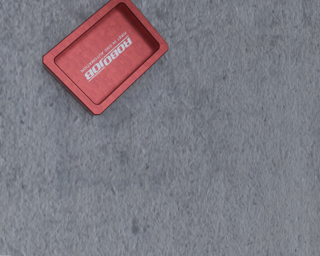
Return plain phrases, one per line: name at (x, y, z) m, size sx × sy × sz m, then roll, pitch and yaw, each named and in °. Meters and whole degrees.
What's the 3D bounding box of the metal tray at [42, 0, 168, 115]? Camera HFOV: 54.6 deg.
metal tray at (-0.064, -0.089, 0.382) m, size 0.130 × 0.030 × 0.090 m, roll -46°, pitch 104°, yaw -14°
